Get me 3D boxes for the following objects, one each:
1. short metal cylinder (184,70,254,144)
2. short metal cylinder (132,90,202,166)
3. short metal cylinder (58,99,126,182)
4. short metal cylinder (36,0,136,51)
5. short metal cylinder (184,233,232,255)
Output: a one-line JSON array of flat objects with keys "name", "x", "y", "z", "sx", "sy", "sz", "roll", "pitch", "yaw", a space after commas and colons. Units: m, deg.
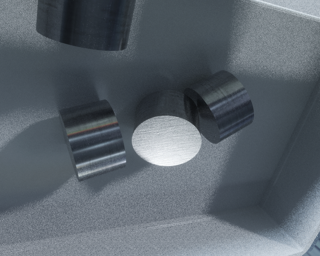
[{"name": "short metal cylinder", "x": 0.073, "y": -0.027, "z": 0.396, "sx": 0.050, "sy": 0.080, "sz": 0.080, "roll": -29, "pitch": 128, "yaw": -12}, {"name": "short metal cylinder", "x": 0.008, "y": 0.001, "z": 0.377, "sx": 0.080, "sy": 0.050, "sz": 0.079, "roll": 1, "pitch": 130, "yaw": 1}, {"name": "short metal cylinder", "x": -0.075, "y": 0.013, "z": 0.340, "sx": 0.050, "sy": 0.080, "sz": 0.079, "roll": -16, "pitch": 125, "yaw": -19}, {"name": "short metal cylinder", "x": -0.064, "y": -0.105, "z": 0.273, "sx": 0.081, "sy": 0.080, "sz": 0.050, "roll": 0, "pitch": 118, "yaw": -29}, {"name": "short metal cylinder", "x": 0.094, "y": 0.254, "z": 0.603, "sx": 0.081, "sy": 0.050, "sz": 0.079, "roll": -14, "pitch": 124, "yaw": -21}]
